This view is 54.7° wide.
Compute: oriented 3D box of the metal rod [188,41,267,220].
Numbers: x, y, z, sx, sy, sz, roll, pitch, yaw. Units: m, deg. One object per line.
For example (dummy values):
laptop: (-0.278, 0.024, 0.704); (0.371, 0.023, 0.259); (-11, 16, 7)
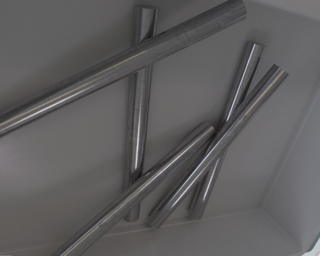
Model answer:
metal rod: (0.095, 0.019, 0.471); (0.025, 0.025, 0.298); (0, 118, -29)

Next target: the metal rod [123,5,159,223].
metal rod: (-0.029, 0.003, 0.394); (0.025, 0.025, 0.298); (-8, 122, -24)

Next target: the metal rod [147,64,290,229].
metal rod: (0.074, 0.038, 0.449); (0.025, 0.025, 0.299); (22, 114, -36)

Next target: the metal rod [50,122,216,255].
metal rod: (-0.039, 0.092, 0.403); (0.301, 0.025, 0.025); (-40, 131, -18)

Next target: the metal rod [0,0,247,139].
metal rod: (-0.051, -0.059, 0.319); (0.301, 0.025, 0.025); (-26, 128, -2)
